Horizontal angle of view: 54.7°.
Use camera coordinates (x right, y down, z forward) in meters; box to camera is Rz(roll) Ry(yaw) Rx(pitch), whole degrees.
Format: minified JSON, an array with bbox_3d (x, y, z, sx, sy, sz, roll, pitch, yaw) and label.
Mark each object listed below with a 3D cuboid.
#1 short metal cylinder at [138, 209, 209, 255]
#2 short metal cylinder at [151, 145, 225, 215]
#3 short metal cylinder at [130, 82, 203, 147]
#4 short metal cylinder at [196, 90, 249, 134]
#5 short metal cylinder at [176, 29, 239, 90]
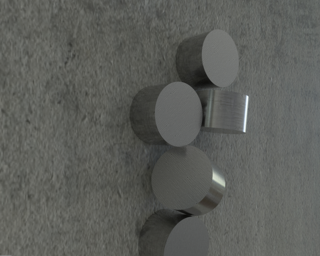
[{"bbox_3d":[0.019,0.152,0.407,0.081,0.050,0.079,0,90,-40],"label":"short metal cylinder"},{"bbox_3d":[0.037,0.068,0.394,0.050,0.080,0.080,40,64,-54],"label":"short metal cylinder"},{"bbox_3d":[0.009,-0.017,0.398,0.081,0.050,0.079,0,90,-40],"label":"short metal cylinder"},{"bbox_3d":[0.083,-0.021,0.441,0.081,0.080,0.050,10,84,-40],"label":"short metal cylinder"},{"bbox_3d":[0.069,-0.097,0.449,0.081,0.050,0.079,0,90,-40],"label":"short metal cylinder"}]
